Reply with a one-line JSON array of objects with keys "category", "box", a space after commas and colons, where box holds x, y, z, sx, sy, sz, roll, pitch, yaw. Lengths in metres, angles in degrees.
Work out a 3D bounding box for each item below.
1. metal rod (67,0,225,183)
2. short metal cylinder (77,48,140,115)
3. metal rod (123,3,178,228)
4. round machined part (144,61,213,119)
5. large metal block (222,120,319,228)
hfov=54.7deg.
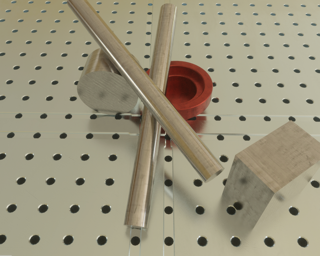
[{"category": "metal rod", "box": [-0.029, -0.062, 0.368, 0.025, 0.025, 0.300, -29, 67, -22]}, {"category": "short metal cylinder", "box": [-0.067, -0.063, 0.424, 0.080, 0.080, 0.050, 4, 50, 3]}, {"category": "metal rod", "box": [-0.006, -0.033, 0.382, 0.025, 0.025, 0.299, 6, 66, 5]}, {"category": "round machined part", "box": [0.023, -0.047, 0.436, 0.099, 0.042, 0.098, 0, 51, 0]}, {"category": "large metal block", "box": [0.120, 0.050, 0.332, 0.081, 0.080, 0.050, -28, 56, -22]}]
